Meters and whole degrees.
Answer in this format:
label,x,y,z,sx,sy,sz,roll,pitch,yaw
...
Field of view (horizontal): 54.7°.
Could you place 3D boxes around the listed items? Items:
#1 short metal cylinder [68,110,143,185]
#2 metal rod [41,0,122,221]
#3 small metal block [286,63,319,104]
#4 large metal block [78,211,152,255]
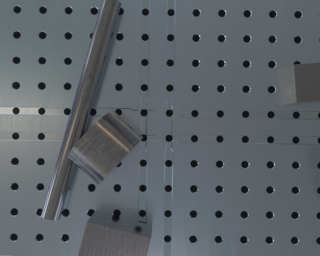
label,x,y,z,sx,sy,sz,roll,pitch,yaw
short metal cylinder,-0.067,0.024,0.385,0.050,0.080,0.080,43,90,0
metal rod,-0.104,-0.025,0.412,0.025,0.025,0.298,16,90,0
small metal block,0.201,-0.060,0.415,0.050,0.025,0.050,-4,90,0
large metal block,-0.060,0.162,0.401,0.080,0.050,0.080,15,90,0
